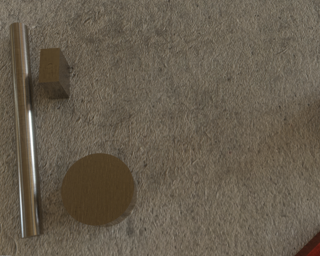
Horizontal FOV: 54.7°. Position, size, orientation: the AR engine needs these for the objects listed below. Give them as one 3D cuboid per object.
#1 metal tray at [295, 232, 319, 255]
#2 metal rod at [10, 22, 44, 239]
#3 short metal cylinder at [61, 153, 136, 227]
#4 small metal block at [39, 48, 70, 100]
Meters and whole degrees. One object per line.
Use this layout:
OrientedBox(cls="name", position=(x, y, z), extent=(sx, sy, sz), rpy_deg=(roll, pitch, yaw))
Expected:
OrientedBox(cls="metal tray", position=(0.218, 0.181, 0.341), extent=(0.090, 0.030, 0.130), rpy_deg=(-37, 74, -13))
OrientedBox(cls="metal rod", position=(-0.179, -0.011, 0.410), extent=(0.025, 0.025, 0.299), rpy_deg=(-11, 70, -4))
OrientedBox(cls="short metal cylinder", position=(-0.069, 0.075, 0.367), extent=(0.081, 0.050, 0.080), rpy_deg=(0, 70, 0))
OrientedBox(cls="small metal block", position=(-0.142, -0.073, 0.420), extent=(0.025, 0.050, 0.050), rpy_deg=(-5, 70, -2))
